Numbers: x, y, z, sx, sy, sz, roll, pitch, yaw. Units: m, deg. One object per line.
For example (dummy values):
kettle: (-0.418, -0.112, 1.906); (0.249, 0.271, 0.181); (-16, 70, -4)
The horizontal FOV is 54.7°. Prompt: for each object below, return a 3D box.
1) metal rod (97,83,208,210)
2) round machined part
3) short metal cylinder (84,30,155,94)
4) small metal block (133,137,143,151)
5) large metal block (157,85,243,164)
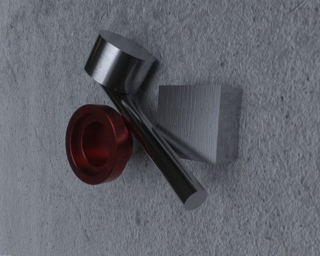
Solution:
metal rod: (-0.036, -0.017, 0.385); (0.300, 0.025, 0.025); (51, 121, 44)
round machined part: (-0.072, 0.019, 0.388); (0.098, 0.042, 0.097); (2, 92, 39)
short metal cylinder: (-0.053, -0.088, 0.413); (0.080, 0.081, 0.050); (45, 117, 30)
small metal block: (-0.045, 0.007, 0.426); (0.025, 0.050, 0.050); (-3, 89, 40)
large metal block: (0.043, -0.006, 0.353); (0.080, 0.050, 0.079); (6, 94, 39)
